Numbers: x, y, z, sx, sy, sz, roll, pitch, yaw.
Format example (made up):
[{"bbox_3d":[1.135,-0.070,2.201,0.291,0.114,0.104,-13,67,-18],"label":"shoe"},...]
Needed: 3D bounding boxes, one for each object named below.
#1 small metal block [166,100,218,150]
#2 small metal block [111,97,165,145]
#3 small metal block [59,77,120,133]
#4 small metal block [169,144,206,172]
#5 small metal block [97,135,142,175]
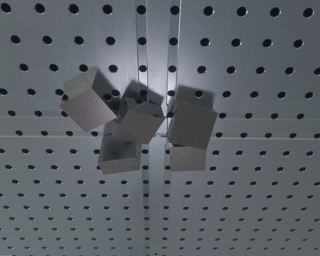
[{"bbox_3d":[0.040,-0.004,0.397,0.050,0.025,0.050,11,107,-10],"label":"small metal block"},{"bbox_3d":[-0.029,-0.008,0.398,0.050,0.025,0.050,12,130,-27],"label":"small metal block"},{"bbox_3d":[-0.087,-0.028,0.387,0.050,0.025,0.050,-25,126,20],"label":"small metal block"},{"bbox_3d":[0.039,0.035,0.442,0.050,0.025,0.050,-2,131,2],"label":"small metal block"},{"bbox_3d":[-0.054,0.034,0.423,0.050,0.050,0.025,-9,130,7],"label":"small metal block"}]
